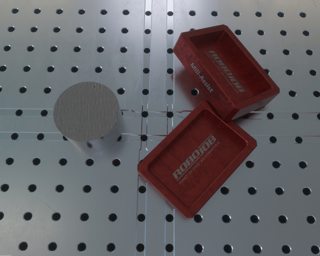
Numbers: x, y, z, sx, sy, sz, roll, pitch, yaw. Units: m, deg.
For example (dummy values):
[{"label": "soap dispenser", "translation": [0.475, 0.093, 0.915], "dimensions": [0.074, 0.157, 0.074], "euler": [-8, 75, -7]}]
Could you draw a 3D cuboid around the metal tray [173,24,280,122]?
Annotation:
[{"label": "metal tray", "translation": [0.089, -0.079, 0.420], "dimensions": [0.091, 0.030, 0.130], "euler": [-22, 69, -32]}]

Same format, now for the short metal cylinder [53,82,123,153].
[{"label": "short metal cylinder", "translation": [-0.090, -0.013, 0.402], "dimensions": [0.081, 0.050, 0.080], "euler": [0, 70, 0]}]

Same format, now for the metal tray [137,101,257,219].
[{"label": "metal tray", "translation": [0.047, 0.038, 0.395], "dimensions": [0.090, 0.030, 0.130], "euler": [42, 75, 13]}]
